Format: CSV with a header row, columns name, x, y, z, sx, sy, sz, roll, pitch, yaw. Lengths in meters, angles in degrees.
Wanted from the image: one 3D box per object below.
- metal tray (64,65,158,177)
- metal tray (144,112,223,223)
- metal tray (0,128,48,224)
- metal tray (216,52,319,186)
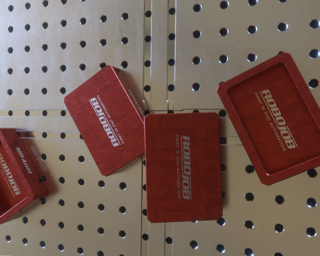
name,x,y,z,sx,sy,sz,roll,pitch,yaw
metal tray,-0.068,-0.010,0.434,0.090,0.030,0.130,-33,80,17
metal tray,0.028,0.047,0.383,0.091,0.030,0.129,-2,89,-3
metal tray,-0.248,0.075,0.498,0.090,0.030,0.130,-35,79,16
metal tray,0.135,-0.010,0.362,0.090,0.030,0.130,-27,81,18
